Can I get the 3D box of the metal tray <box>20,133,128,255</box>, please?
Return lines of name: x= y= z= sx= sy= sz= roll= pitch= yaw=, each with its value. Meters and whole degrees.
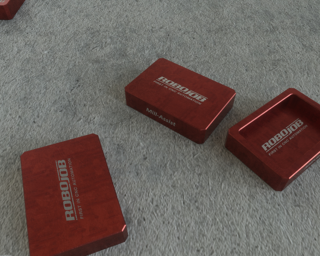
metal tray: x=-0.096 y=0.072 z=0.338 sx=0.091 sy=0.030 sz=0.130 roll=-16 pitch=52 yaw=-13

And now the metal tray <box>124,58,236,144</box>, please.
metal tray: x=0.027 y=-0.043 z=0.436 sx=0.130 sy=0.030 sz=0.090 roll=29 pitch=56 yaw=22

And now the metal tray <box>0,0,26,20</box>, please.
metal tray: x=-0.344 y=-0.252 z=0.608 sx=0.131 sy=0.030 sz=0.090 roll=3 pitch=50 yaw=2

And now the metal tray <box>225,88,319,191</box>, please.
metal tray: x=0.160 y=0.009 z=0.393 sx=0.131 sy=0.030 sz=0.090 roll=-31 pitch=57 yaw=-24
